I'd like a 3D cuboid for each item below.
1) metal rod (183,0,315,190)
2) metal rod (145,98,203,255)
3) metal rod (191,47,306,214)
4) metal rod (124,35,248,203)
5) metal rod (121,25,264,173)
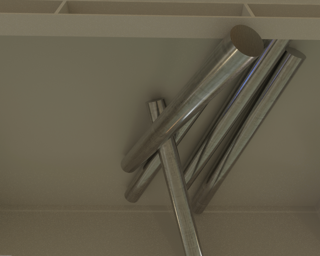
[{"bbox_3d":[0.088,-0.017,0.394,0.025,0.025,0.298,16,128,-14],"label":"metal rod"},{"bbox_3d":[0.030,0.107,0.415,0.025,0.025,0.298,-12,103,10],"label":"metal rod"},{"bbox_3d":[0.105,0.026,0.432,0.025,0.025,0.298,13,129,-11],"label":"metal rod"},{"bbox_3d":[0.020,0.008,0.415,0.025,0.025,0.298,20,127,-17],"label":"metal rod"},{"bbox_3d":[0.005,-0.001,0.328,0.025,0.025,0.299,17,153,-14],"label":"metal rod"}]
